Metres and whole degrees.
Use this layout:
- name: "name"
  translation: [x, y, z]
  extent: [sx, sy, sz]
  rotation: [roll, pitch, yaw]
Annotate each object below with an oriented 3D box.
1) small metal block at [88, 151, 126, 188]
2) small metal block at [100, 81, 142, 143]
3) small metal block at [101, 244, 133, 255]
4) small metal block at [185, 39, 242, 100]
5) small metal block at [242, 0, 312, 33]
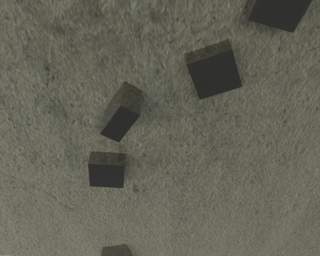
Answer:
- name: "small metal block"
  translation: [-0.078, 0.062, 0.459]
  extent: [0.050, 0.025, 0.050]
  rotation: [4, 130, -4]
- name: "small metal block"
  translation: [-0.046, -0.020, 0.374]
  extent: [0.025, 0.050, 0.050]
  rotation: [26, 125, -21]
- name: "small metal block"
  translation: [-0.087, 0.264, 0.631]
  extent: [0.050, 0.025, 0.050]
  rotation: [-10, 130, 7]
- name: "small metal block"
  translation: [0.061, -0.066, 0.352]
  extent: [0.050, 0.025, 0.050]
  rotation: [-17, 129, 13]
- name: "small metal block"
  translation: [0.116, -0.127, 0.301]
  extent: [0.050, 0.025, 0.050]
  rotation: [12, 129, -10]
